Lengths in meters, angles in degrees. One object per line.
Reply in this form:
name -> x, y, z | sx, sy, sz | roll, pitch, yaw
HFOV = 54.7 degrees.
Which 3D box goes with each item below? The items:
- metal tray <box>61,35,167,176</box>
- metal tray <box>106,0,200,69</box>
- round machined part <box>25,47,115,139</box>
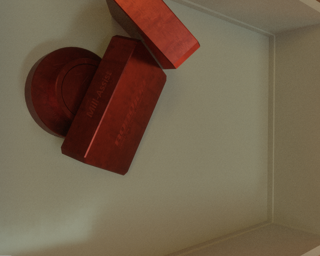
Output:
metal tray -> -0.043, -0.020, 0.333 | 0.130, 0.030, 0.090 | -67, 156, -9
metal tray -> -0.012, -0.103, 0.318 | 0.030, 0.130, 0.090 | -43, 101, 3
round machined part -> -0.085, -0.036, 0.326 | 0.099, 0.042, 0.097 | 0, 90, -40
